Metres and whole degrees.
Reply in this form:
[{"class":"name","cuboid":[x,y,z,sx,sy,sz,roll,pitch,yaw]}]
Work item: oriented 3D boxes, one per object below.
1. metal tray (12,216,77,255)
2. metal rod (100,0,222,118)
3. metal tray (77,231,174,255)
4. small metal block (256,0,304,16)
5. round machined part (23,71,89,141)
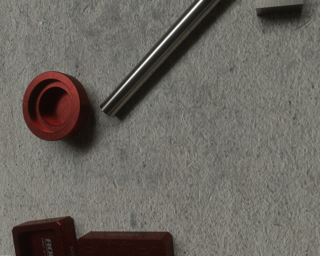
[{"class":"metal tray","cuboid":[-0.166,0.204,0.463,0.090,0.030,0.129,-12,86,19]},{"class":"metal rod","cuboid":[0.028,-0.127,0.398,0.299,0.025,0.025,-45,76,14]},{"class":"metal tray","cuboid":[-0.046,0.190,0.421,0.130,0.030,0.089,-6,88,19]},{"class":"small metal block","cuboid":[0.139,-0.162,0.360,0.050,0.025,0.050,2,91,19]},{"class":"round machined part","cuboid":[-0.145,-0.030,0.450,0.098,0.042,0.097,0,90,19]}]
